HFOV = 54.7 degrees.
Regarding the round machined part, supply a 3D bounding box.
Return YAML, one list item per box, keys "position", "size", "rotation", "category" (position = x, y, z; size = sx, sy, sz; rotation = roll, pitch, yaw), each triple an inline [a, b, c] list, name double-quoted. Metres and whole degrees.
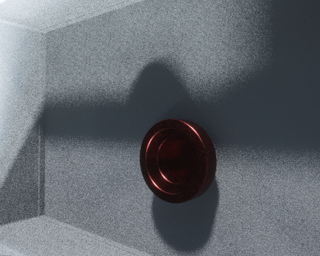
- position: [0.025, 0.038, 0.373]
  size: [0.098, 0.042, 0.097]
  rotation: [0, 90, 39]
  category: "round machined part"
